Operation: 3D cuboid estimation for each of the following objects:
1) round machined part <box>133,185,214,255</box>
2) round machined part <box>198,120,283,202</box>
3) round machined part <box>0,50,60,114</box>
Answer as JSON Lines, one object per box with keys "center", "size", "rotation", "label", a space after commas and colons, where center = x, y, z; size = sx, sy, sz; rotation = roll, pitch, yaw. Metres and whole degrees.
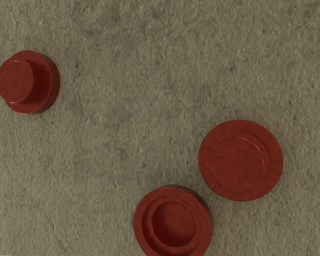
{"center": [0.020, 0.120, 0.392], "size": [0.098, 0.042, 0.097], "rotation": [0, 90, 19], "label": "round machined part"}
{"center": [0.093, 0.039, 0.367], "size": [0.098, 0.042, 0.097], "rotation": [0, 90, 19], "label": "round machined part"}
{"center": [-0.206, -0.070, 0.471], "size": [0.098, 0.042, 0.097], "rotation": [0, 90, 19], "label": "round machined part"}
